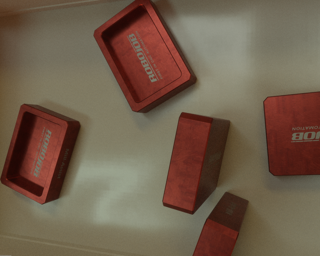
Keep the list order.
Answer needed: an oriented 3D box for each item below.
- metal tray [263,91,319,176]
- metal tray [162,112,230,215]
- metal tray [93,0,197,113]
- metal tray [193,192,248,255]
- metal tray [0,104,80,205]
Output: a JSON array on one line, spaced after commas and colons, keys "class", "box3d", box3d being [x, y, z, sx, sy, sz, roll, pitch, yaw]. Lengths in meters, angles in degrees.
[{"class": "metal tray", "box3d": [0.186, 0.005, 0.342, 0.130, 0.030, 0.089, -5, 89, 19]}, {"class": "metal tray", "box3d": [0.045, 0.032, 0.338, 0.030, 0.130, 0.089, 12, 94, 19]}, {"class": "metal tray", "box3d": [-0.022, -0.096, 0.414, 0.090, 0.030, 0.130, -31, 80, 17]}, {"class": "metal tray", "box3d": [0.061, 0.127, 0.333, 0.030, 0.130, 0.089, 21, 97, 18]}, {"class": "metal tray", "box3d": [-0.183, 0.038, 0.470, 0.090, 0.030, 0.129, 20, 97, 18]}]
